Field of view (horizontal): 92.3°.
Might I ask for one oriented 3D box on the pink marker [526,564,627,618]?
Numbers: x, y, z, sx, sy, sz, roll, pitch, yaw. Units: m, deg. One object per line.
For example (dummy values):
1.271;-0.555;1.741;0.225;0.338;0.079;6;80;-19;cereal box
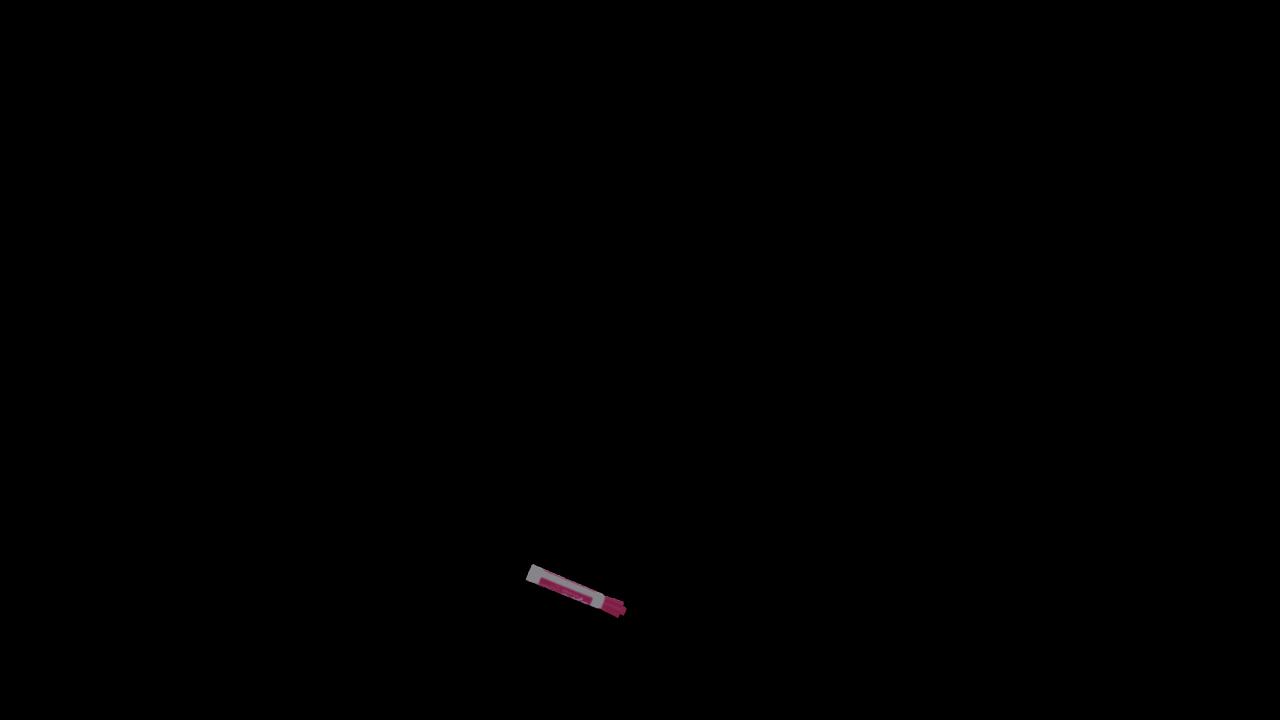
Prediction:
-0.072;0.267;0.709;0.121;0.020;0.020;23;-1;-2;pink marker
